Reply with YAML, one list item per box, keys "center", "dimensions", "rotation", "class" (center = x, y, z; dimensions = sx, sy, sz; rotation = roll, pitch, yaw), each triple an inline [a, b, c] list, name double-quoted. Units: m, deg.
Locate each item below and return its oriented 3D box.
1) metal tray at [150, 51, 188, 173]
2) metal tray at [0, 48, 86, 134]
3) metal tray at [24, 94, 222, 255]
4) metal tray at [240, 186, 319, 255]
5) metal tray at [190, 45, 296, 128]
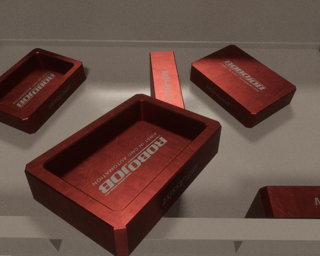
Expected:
- center: [0.007, -0.020, 0.379]
  dimensions: [0.030, 0.089, 0.130]
  rotation: [-4, 50, -4]
  class: "metal tray"
- center: [-0.182, -0.059, 0.448]
  dimensions: [0.090, 0.030, 0.130]
  rotation: [20, 53, 15]
  class: "metal tray"
- center: [-0.021, 0.023, 0.243]
  dimensions: [0.090, 0.030, 0.131]
  rotation: [23, 41, 27]
  class: "metal tray"
- center: [0.151, 0.089, 0.289]
  dimensions: [0.131, 0.089, 0.030]
  rotation: [0, 50, 0]
  class: "metal tray"
- center: [0.119, -0.067, 0.460]
  dimensions: [0.091, 0.030, 0.130]
  rotation: [-29, 56, -23]
  class: "metal tray"
